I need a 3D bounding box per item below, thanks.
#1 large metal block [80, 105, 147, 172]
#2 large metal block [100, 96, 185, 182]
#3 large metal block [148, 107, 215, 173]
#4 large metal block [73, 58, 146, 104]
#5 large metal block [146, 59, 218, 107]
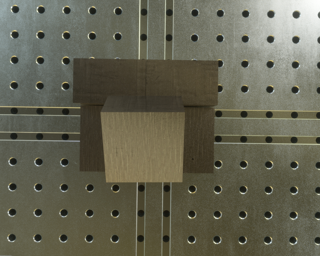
[{"bbox_3d":[-0.056,0.013,0.398,0.081,0.050,0.079,1,90,-1],"label":"large metal block"},{"bbox_3d":[-0.017,0.011,0.334,0.081,0.050,0.079,0,114,-1],"label":"large metal block"},{"bbox_3d":[0.025,0.014,0.399,0.081,0.050,0.079,1,90,-1],"label":"large metal block"},{"bbox_3d":[-0.056,-0.052,0.384,0.081,0.080,0.050,1,90,-1],"label":"large metal block"},{"bbox_3d":[0.024,-0.051,0.385,0.081,0.080,0.050,1,90,-1],"label":"large metal block"}]
